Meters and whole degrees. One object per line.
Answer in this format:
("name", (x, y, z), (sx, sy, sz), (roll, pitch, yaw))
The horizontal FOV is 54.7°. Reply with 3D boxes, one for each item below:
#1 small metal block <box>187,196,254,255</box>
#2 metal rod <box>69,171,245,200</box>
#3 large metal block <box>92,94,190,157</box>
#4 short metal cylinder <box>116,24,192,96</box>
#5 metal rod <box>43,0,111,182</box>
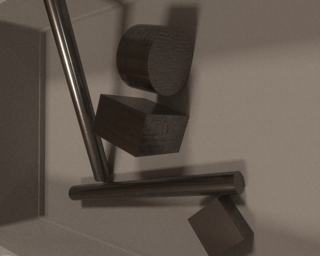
("small metal block", (0.067, 0.111, 0.350), (0.050, 0.025, 0.050), (-46, 63, 30))
("metal rod", (-0.029, 0.084, 0.428), (0.300, 0.025, 0.025), (-12, 82, 39))
("large metal block", (-0.024, -0.005, 0.389), (0.080, 0.081, 0.050), (25, 106, 37))
("short metal cylinder", (-0.005, -0.083, 0.374), (0.050, 0.081, 0.079), (18, 101, 38))
("metal rod", (-0.111, -0.057, 0.417), (0.025, 0.025, 0.298), (13, 123, 39))
